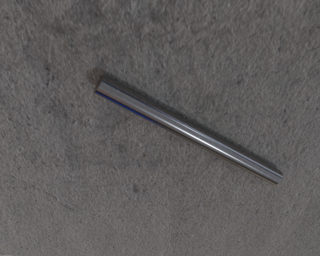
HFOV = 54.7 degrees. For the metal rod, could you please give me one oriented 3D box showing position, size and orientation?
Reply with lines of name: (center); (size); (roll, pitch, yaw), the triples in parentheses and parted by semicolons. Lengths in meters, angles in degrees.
metal rod: (0.053, 0.012, 0.417); (0.301, 0.025, 0.025); (27, 125, -22)
